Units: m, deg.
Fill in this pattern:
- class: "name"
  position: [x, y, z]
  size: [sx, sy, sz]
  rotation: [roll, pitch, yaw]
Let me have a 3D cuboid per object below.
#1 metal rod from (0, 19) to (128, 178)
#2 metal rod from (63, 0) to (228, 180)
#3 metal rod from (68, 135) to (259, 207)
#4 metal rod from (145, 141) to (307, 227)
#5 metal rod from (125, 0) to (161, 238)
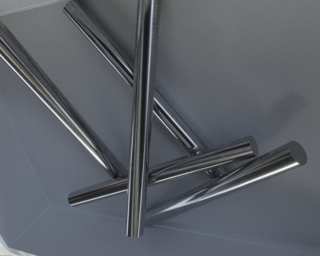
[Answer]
- class: "metal rod"
  position: [-0.105, -0.002, 0.393]
  size: [0.025, 0.025, 0.299]
  rotation: [-1, 140, 29]
- class: "metal rod"
  position: [-0.009, -0.036, 0.390]
  size: [0.300, 0.025, 0.025]
  rotation: [49, 129, -7]
- class: "metal rod"
  position: [-0.017, 0.067, 0.417]
  size: [0.300, 0.025, 0.025]
  rotation: [-21, 107, 31]
- class: "metal rod"
  position: [0.055, 0.088, 0.405]
  size: [0.025, 0.025, 0.299]
  rotation: [46, 138, -4]
- class: "metal rod"
  position: [-0.022, -0.002, 0.371]
  size: [0.025, 0.025, 0.298]
  rotation: [12, 109, 22]
